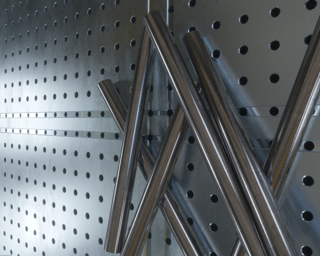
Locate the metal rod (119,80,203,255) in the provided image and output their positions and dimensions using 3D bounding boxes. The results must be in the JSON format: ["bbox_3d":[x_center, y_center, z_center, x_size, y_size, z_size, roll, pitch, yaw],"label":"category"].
[{"bbox_3d":[-0.009,0.085,0.384,0.025,0.025,0.299,23,94,37],"label":"metal rod"}]

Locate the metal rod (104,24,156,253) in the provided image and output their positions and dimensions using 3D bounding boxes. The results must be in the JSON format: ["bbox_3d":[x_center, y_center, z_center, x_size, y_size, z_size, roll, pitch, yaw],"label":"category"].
[{"bbox_3d":[-0.036,0.011,0.411,0.025,0.025,0.299,6,85,40],"label":"metal rod"}]

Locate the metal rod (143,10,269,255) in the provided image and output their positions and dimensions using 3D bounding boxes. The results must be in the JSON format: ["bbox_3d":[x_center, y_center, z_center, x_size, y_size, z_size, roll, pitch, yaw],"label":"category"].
[{"bbox_3d":[0.045,-0.004,0.338,0.025,0.025,0.299,-35,69,35],"label":"metal rod"}]

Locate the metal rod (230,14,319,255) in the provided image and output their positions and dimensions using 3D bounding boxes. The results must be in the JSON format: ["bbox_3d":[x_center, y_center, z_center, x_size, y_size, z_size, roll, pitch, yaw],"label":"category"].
[{"bbox_3d":[0.124,0.016,0.306,0.025,0.025,0.298,26,106,37],"label":"metal rod"}]

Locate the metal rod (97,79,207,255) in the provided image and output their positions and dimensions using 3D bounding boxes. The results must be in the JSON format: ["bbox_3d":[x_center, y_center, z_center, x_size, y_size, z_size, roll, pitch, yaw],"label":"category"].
[{"bbox_3d":[-0.016,0.052,0.423,0.025,0.025,0.299,-44,63,31],"label":"metal rod"}]

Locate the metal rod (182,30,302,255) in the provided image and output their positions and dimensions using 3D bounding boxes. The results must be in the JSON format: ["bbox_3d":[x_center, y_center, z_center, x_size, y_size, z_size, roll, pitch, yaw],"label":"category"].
[{"bbox_3d":[0.081,0.020,0.317,0.025,0.025,0.299,-36,60,34],"label":"metal rod"}]
